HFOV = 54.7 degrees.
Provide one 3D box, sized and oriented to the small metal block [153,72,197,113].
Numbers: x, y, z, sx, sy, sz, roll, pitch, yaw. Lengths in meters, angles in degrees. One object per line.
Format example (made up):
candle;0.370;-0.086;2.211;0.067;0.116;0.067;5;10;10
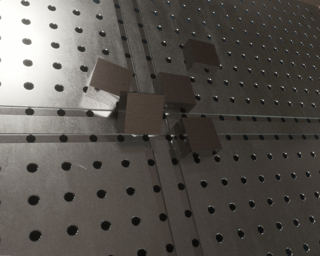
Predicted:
small metal block;0.021;-0.051;0.452;0.050;0.025;0.050;4;60;-27

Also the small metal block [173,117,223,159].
small metal block;0.052;0.013;0.430;0.050;0.025;0.050;-1;62;-29

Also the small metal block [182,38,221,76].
small metal block;0.069;-0.118;0.519;0.050;0.025;0.050;5;59;-26

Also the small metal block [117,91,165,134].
small metal block;-0.024;-0.019;0.392;0.050;0.025;0.050;1;101;-28

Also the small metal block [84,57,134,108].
small metal block;-0.066;-0.059;0.409;0.050;0.025;0.050;20;54;-17
